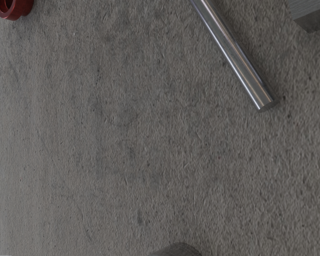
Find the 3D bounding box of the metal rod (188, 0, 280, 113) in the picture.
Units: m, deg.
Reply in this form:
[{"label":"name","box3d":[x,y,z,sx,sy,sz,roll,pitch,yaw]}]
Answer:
[{"label":"metal rod","box3d":[0.049,-0.149,0.364,0.025,0.025,0.299,-39,66,33]}]

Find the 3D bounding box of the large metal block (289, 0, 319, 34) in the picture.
[{"label":"large metal block","box3d":[0.153,-0.139,0.263,0.080,0.050,0.080,-15,80,39]}]

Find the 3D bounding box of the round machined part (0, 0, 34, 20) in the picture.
[{"label":"round machined part","box3d":[-0.296,-0.270,0.639,0.098,0.042,0.097,0,90,40]}]

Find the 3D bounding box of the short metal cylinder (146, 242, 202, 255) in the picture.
[{"label":"short metal cylinder","box3d":[0.016,0.187,0.376,0.080,0.050,0.079,0,90,40]}]
